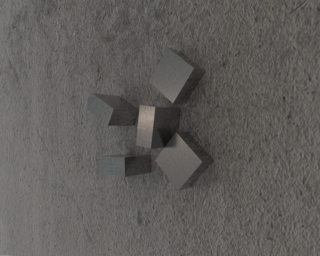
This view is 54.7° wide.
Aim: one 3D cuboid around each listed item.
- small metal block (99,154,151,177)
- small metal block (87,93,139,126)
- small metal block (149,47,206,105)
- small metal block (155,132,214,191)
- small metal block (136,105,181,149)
[{"bbox_3d":[-0.048,0.051,0.428,0.050,0.050,0.025,-2,89,40],"label":"small metal block"},{"bbox_3d":[-0.066,-0.026,0.443,0.050,0.050,0.025,35,112,34],"label":"small metal block"},{"bbox_3d":[0.020,-0.065,0.388,0.050,0.025,0.050,45,117,30],"label":"small metal block"},{"bbox_3d":[0.029,0.040,0.381,0.050,0.025,0.050,50,119,28],"label":"small metal block"},{"bbox_3d":[-0.001,-0.002,0.390,0.025,0.050,0.050,10,97,39],"label":"small metal block"}]
